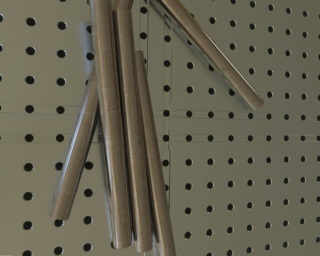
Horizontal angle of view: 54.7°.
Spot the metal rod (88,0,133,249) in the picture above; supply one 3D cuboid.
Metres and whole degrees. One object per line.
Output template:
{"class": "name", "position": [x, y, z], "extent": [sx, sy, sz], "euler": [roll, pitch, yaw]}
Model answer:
{"class": "metal rod", "position": [-0.058, 0.001, 0.372], "extent": [0.025, 0.025, 0.298], "euler": [-7, 100, -20]}

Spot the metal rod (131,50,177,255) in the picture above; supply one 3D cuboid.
{"class": "metal rod", "position": [-0.010, 0.049, 0.409], "extent": [0.025, 0.025, 0.298], "euler": [-11, 94, -20]}

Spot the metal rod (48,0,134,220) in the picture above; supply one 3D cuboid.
{"class": "metal rod", "position": [-0.081, -0.038, 0.383], "extent": [0.025, 0.025, 0.299], "euler": [18, 84, -20]}

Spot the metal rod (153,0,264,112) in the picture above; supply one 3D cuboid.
{"class": "metal rod", "position": [0.044, -0.136, 0.429], "extent": [0.300, 0.025, 0.025], "euler": [45, 76, -15]}

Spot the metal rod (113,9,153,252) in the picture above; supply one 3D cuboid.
{"class": "metal rod", "position": [-0.034, 0.010, 0.386], "extent": [0.025, 0.025, 0.298], "euler": [-8, 98, -20]}
